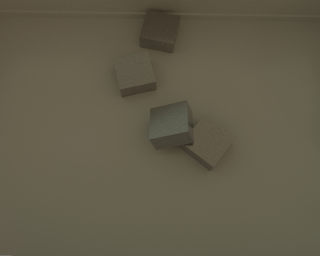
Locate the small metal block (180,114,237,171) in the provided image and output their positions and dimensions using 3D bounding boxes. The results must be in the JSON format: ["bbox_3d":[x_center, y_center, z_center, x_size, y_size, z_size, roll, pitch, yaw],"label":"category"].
[{"bbox_3d":[0.062,0.019,0.403,0.050,0.025,0.050,38,74,12],"label":"small metal block"}]

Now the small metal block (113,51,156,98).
[{"bbox_3d":[-0.036,-0.076,0.437,0.050,0.025,0.050,-13,71,-5],"label":"small metal block"}]

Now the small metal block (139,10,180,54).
[{"bbox_3d":[0.000,-0.144,0.462,0.050,0.025,0.050,12,70,4],"label":"small metal block"}]

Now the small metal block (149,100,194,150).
[{"bbox_3d":[0.015,-0.004,0.396,0.050,0.025,0.050,-12,51,16],"label":"small metal block"}]
